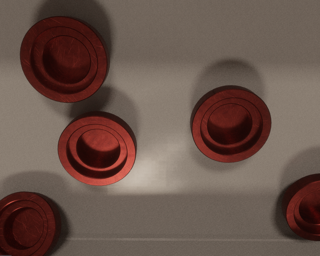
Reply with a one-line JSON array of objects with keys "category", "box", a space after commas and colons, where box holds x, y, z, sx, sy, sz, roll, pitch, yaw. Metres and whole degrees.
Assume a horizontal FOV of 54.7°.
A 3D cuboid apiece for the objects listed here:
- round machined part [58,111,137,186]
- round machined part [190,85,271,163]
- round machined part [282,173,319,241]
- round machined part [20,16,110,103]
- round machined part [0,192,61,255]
[{"category": "round machined part", "box": [-0.079, 0.024, 0.410, 0.099, 0.042, 0.097, 0, 110, -1]}, {"category": "round machined part", "box": [0.088, -0.008, 0.401, 0.099, 0.042, 0.097, 0, 110, -1]}, {"category": "round machined part", "box": [0.224, 0.108, 0.442, 0.099, 0.042, 0.097, 1, 109, 4]}, {"category": "round machined part", "box": [-0.109, -0.083, 0.370, 0.099, 0.042, 0.097, 0, 110, -1]}, {"category": "round machined part", "box": [-0.187, 0.140, 0.435, 0.099, 0.042, 0.098, -1, 76, 3]}]
